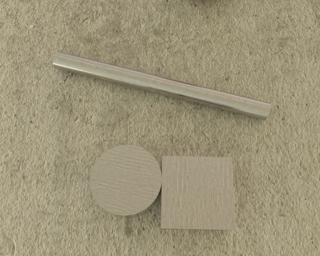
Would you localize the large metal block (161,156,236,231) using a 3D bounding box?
[{"bbox_3d":[0.042,0.079,0.367,0.081,0.050,0.080,1,70,0],"label":"large metal block"}]

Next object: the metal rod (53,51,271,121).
[{"bbox_3d":[-0.001,-0.059,0.429,0.302,0.025,0.025,14,71,5],"label":"metal rod"}]

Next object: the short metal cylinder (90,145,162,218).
[{"bbox_3d":[-0.038,0.065,0.371,0.081,0.050,0.080,0,70,0],"label":"short metal cylinder"}]
